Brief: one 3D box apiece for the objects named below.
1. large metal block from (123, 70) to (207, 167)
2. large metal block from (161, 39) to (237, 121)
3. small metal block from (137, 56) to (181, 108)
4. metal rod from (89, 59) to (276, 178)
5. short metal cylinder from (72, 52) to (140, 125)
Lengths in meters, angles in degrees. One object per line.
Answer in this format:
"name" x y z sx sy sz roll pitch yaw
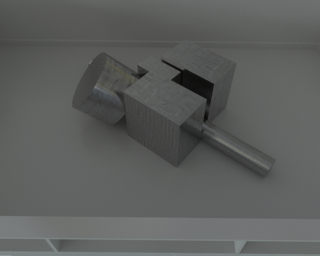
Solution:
"large metal block" 0.005 -0.011 0.378 0.080 0.080 0.050 32 57 23
"large metal block" 0.049 -0.061 0.420 0.080 0.080 0.050 33 57 24
"small metal block" -0.001 -0.059 0.407 0.050 0.050 0.025 33 58 24
"metal rod" 0.014 -0.025 0.425 0.300 0.025 0.025 32 57 23
"short metal cylinder" -0.071 -0.050 0.401 0.050 0.080 0.080 29 43 -29
